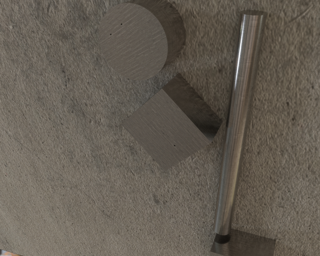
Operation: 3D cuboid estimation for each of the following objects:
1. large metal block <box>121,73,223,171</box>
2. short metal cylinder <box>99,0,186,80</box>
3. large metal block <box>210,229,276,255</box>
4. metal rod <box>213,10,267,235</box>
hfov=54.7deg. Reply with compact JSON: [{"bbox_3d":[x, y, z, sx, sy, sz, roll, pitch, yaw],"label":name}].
[{"bbox_3d":[0.015,-0.006,0.378,0.080,0.050,0.080,48,129,-6],"label":"large metal block"},{"bbox_3d":[-0.019,-0.098,0.338,0.080,0.050,0.079,13,124,20],"label":"short metal cylinder"},{"bbox_3d":[0.119,0.198,0.450,0.080,0.050,0.079,9,122,23],"label":"large metal block"},{"bbox_3d":[0.089,0.018,0.370,0.025,0.025,0.298,13,124,21],"label":"metal rod"}]
